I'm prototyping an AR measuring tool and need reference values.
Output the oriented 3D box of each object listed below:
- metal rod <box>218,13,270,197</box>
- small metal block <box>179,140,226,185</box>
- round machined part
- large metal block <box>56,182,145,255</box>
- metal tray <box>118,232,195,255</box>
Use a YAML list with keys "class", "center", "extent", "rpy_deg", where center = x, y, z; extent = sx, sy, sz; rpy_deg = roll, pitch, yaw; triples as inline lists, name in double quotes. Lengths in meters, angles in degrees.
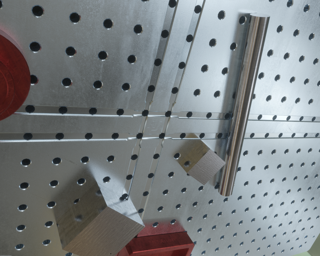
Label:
- class: "metal rod"
  center: [0.121, -0.016, 0.469]
  extent: [0.025, 0.025, 0.298]
  rpy_deg: [-12, 124, -23]
- class: "small metal block"
  center: [0.067, 0.055, 0.484]
  extent: [0.050, 0.025, 0.050]
  rpy_deg: [-47, 130, 4]
- class: "round machined part"
  center: [-0.170, -0.044, 0.280]
  extent: [0.099, 0.042, 0.097]
  rpy_deg: [-14, 125, -21]
- class: "large metal block"
  center: [-0.083, 0.135, 0.435]
  extent: [0.080, 0.050, 0.080]
  rpy_deg: [-44, 130, 2]
- class: "metal tray"
  center: [-0.011, 0.233, 0.548]
  extent: [0.131, 0.030, 0.089]
  rpy_deg: [5, 116, -31]
